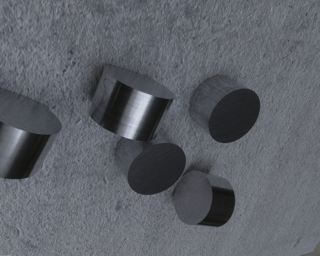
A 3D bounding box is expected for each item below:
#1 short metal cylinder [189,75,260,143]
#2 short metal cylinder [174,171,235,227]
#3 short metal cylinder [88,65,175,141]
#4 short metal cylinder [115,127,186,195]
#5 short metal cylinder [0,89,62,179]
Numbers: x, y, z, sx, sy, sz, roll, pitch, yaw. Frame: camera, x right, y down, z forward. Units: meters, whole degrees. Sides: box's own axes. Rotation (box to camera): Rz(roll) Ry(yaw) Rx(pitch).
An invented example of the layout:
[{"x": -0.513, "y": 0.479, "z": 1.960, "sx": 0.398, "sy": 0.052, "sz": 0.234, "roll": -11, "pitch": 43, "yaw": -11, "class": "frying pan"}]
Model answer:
[{"x": 0.087, "y": -0.026, "z": 0.422, "sx": 0.081, "sy": 0.050, "sz": 0.079, "roll": -14, "pitch": 124, "yaw": -21, "class": "short metal cylinder"}, {"x": 0.067, "y": 0.109, "z": 0.475, "sx": 0.050, "sy": 0.080, "sz": 0.080, "roll": 19, "pitch": 108, "yaw": -36, "class": "short metal cylinder"}, {"x": -0.031, "y": -0.028, "z": 0.337, "sx": 0.081, "sy": 0.080, "sz": 0.050, "roll": 12, "pitch": 112, "yaw": -34, "class": "short metal cylinder"}, {"x": -0.013, "y": 0.041, "z": 0.408, "sx": 0.081, "sy": 0.050, "sz": 0.079, "roll": -14, "pitch": 124, "yaw": -21, "class": "short metal cylinder"}, {"x": -0.143, "y": 0.004, "z": 0.295, "sx": 0.080, "sy": 0.080, "sz": 0.050, "roll": 22, "pitch": 106, "yaw": -36, "class": "short metal cylinder"}]
